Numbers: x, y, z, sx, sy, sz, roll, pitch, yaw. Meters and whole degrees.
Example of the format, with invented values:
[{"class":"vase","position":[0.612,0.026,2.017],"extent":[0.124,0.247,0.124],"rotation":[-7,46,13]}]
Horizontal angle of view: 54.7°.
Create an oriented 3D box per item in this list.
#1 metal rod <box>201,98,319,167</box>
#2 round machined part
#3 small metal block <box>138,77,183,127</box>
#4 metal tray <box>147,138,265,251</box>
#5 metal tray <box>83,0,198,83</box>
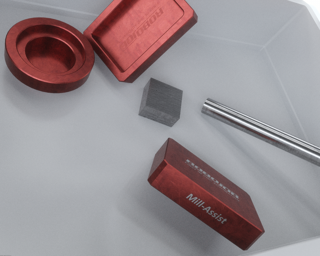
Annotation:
[{"class":"metal rod","position":[0.197,0.030,0.425],"extent":[0.301,0.025,0.025],"rotation":[26,49,16]},{"class":"round machined part","position":[-0.133,-0.082,0.374],"extent":[0.099,0.042,0.098],"rotation":[14,56,-21]},{"class":"small metal block","position":[0.002,-0.035,0.430],"extent":[0.050,0.025,0.050],"rotation":[20,54,-17]},{"class":"metal tray","position":[0.051,0.071,0.357],"extent":[0.130,0.030,0.090],"rotation":[36,14,-5]},{"class":"metal tray","position":[-0.027,-0.134,0.411],"extent":[0.090,0.130,0.030],"rotation":[51,15,7]}]
